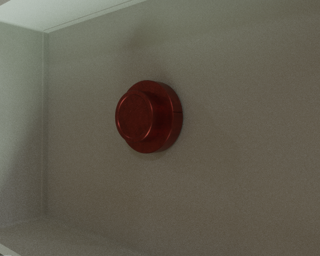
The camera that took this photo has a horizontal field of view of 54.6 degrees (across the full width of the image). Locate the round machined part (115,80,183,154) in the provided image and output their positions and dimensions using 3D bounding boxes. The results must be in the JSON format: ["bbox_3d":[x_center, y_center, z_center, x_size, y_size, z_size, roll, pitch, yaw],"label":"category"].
[{"bbox_3d":[-0.021,-0.015,0.411,0.098,0.042,0.097,0,90,40],"label":"round machined part"}]
